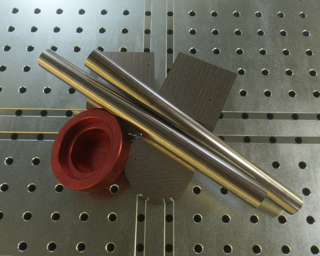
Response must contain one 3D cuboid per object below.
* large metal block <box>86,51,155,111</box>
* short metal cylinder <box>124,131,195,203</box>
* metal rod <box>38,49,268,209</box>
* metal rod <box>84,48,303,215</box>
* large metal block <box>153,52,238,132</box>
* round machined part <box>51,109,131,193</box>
[{"bbox_3d":[-0.048,-0.053,0.410,0.081,0.050,0.080,1,70,0],"label":"large metal block"},{"bbox_3d":[0.000,0.049,0.376,0.081,0.050,0.080,0,70,0],"label":"short metal cylinder"},{"bbox_3d":[-0.016,-0.005,0.355,0.301,0.025,0.025,33,73,10],"label":"metal rod"},{"bbox_3d":[0.042,0.006,0.366,0.301,0.025,0.025,36,73,-3],"label":"metal rod"},{"bbox_3d":[0.045,-0.042,0.409,0.080,0.050,0.080,23,72,8],"label":"large metal block"},{"bbox_3d":[-0.079,0.030,0.375,0.098,0.042,0.098,-10,65,21],"label":"round machined part"}]
